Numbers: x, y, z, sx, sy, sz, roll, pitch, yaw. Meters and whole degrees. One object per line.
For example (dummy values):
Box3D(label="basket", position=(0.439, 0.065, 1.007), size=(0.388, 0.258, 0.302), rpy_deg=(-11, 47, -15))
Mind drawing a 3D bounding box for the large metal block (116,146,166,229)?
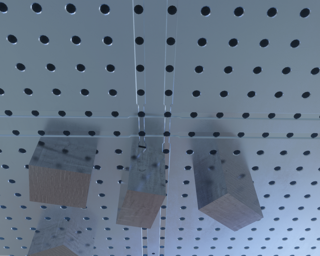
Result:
Box3D(label="large metal block", position=(-0.028, 0.086, 0.448), size=(0.050, 0.080, 0.079), rpy_deg=(12, 129, -10))

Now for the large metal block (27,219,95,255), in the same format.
Box3D(label="large metal block", position=(-0.183, 0.225, 0.584), size=(0.080, 0.050, 0.080), rpy_deg=(-22, 127, 17))

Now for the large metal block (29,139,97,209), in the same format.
Box3D(label="large metal block", position=(-0.141, 0.068, 0.451), size=(0.081, 0.050, 0.079), rpy_deg=(11, 129, -10))

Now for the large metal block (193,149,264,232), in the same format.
Box3D(label="large metal block", position=(0.098, 0.092, 0.456), size=(0.080, 0.080, 0.050), rpy_deg=(36, 121, -27))
